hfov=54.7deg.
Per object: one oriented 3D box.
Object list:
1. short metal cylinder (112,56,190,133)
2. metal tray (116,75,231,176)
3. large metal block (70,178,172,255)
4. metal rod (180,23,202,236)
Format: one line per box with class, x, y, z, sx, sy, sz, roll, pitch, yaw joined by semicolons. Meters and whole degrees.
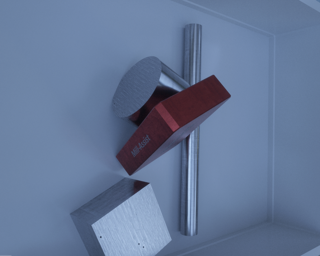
short metal cylinder;-0.010;-0.036;0.364;0.050;0.080;0.080;33;70;-36
metal tray;0.011;0.001;0.351;0.091;0.129;0.030;-30;80;-36
large metal block;-0.043;0.115;0.357;0.081;0.050;0.080;-31;109;-36
metal rod;0.045;0.002;0.446;0.025;0.025;0.298;2;89;-40
